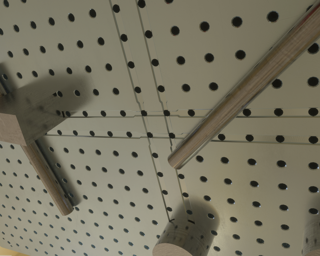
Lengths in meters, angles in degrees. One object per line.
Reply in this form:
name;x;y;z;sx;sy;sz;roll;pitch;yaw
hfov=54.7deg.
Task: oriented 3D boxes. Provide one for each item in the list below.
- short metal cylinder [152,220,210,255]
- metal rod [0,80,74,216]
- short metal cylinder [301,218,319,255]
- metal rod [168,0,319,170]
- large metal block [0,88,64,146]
short metal cylinder;0.035;0.196;0.498;0.080;0.050;0.079;13;124;21
metal rod;-0.233;0.034;0.555;0.025;0.025;0.299;-9;114;32
short metal cylinder;0.216;0.157;0.378;0.080;0.050;0.079;13;124;21
metal rod;0.096;-0.042;0.334;0.025;0.025;0.298;40;129;0
large metal block;-0.211;-0.020;0.475;0.080;0.080;0.050;8;122;24
